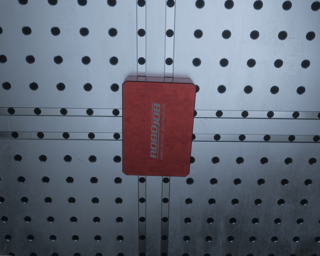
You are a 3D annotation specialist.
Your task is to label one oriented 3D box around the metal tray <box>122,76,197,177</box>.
[{"bbox_3d":[-0.003,0.000,0.410,0.091,0.030,0.129,2,110,-1],"label":"metal tray"}]
